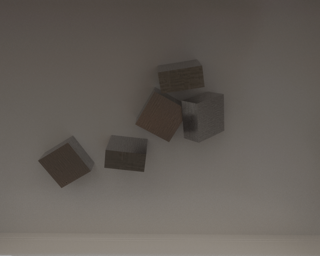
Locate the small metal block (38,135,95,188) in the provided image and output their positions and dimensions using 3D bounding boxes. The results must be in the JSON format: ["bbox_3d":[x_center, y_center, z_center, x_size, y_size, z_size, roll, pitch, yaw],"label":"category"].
[{"bbox_3d":[-0.128,0.047,0.427,0.050,0.025,0.050,-30,108,10],"label":"small metal block"}]

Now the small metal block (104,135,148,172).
[{"bbox_3d":[-0.043,0.033,0.409,0.050,0.050,0.025,7,110,-3],"label":"small metal block"}]

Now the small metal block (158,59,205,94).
[{"bbox_3d":[0.024,-0.063,0.375,0.050,0.050,0.025,-9,110,3],"label":"small metal block"}]

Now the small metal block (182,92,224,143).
[{"bbox_3d":[0.055,-0.015,0.392,0.050,0.025,0.050,-21,116,-37],"label":"small metal block"}]

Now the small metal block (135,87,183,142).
[{"bbox_3d":[0.003,-0.018,0.405,0.050,0.025,0.050,28,108,-10],"label":"small metal block"}]
